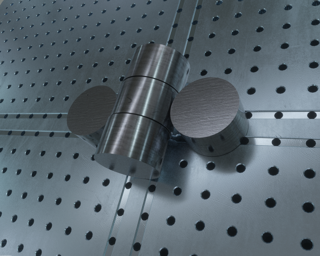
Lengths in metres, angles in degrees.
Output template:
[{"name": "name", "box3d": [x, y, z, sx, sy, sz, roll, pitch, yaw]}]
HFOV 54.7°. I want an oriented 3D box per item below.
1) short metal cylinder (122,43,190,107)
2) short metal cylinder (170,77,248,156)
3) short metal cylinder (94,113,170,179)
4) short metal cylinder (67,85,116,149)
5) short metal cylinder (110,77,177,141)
[{"name": "short metal cylinder", "box3d": [-0.005, -0.067, 0.414, 0.080, 0.080, 0.050, 3, 63, 29]}, {"name": "short metal cylinder", "box3d": [0.059, -0.013, 0.367, 0.080, 0.050, 0.080, -13, 56, 20]}, {"name": "short metal cylinder", "box3d": [-0.033, 0.024, 0.373, 0.080, 0.080, 0.050, 1, 63, 28]}, {"name": "short metal cylinder", "box3d": [-0.084, -0.014, 0.442, 0.080, 0.050, 0.080, -13, 56, 20]}, {"name": "short metal cylinder", "box3d": [-0.018, -0.021, 0.393, 0.080, 0.080, 0.050, 2, 63, 29]}]
